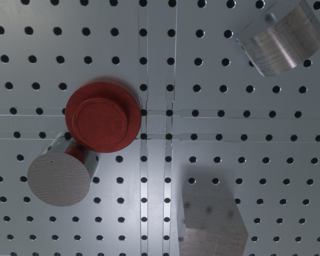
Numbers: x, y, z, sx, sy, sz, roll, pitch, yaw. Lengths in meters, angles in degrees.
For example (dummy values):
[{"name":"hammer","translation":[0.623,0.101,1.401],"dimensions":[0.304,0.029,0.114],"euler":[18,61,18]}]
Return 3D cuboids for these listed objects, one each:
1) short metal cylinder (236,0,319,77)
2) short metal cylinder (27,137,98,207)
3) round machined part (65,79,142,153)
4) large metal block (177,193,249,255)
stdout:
[{"name":"short metal cylinder","translation":[0.134,-0.102,0.348],"dimensions":[0.080,0.080,0.050],"euler":[-37,106,12]},{"name":"short metal cylinder","translation":[-0.130,0.059,0.420],"dimensions":[0.081,0.050,0.079],"euler":[0,110,0]},{"name":"round machined part","translation":[-0.074,-0.011,0.399],"dimensions":[0.099,0.042,0.097],"euler":[0,110,0]},{"name":"large metal block","translation":[0.069,0.139,0.436],"dimensions":[0.081,0.080,0.050],"euler":[7,110,-3]}]
